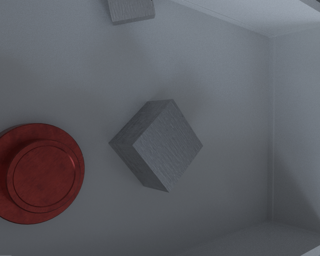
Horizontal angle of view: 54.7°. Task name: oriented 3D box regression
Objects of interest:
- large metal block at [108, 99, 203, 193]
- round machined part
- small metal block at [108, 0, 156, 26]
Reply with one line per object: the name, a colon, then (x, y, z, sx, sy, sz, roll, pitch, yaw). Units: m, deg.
large metal block: (-0.003, 0.021, 0.390, 0.080, 0.050, 0.080, -50, 120, -28)
round machined part: (-0.117, 0.044, 0.298, 0.099, 0.042, 0.097, 0, 90, -40)
small metal block: (-0.035, -0.152, 0.362, 0.050, 0.025, 0.050, -11, 100, -3)
